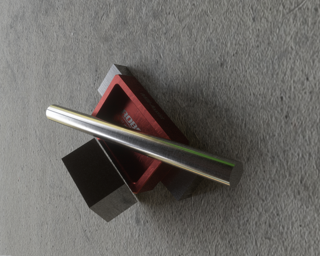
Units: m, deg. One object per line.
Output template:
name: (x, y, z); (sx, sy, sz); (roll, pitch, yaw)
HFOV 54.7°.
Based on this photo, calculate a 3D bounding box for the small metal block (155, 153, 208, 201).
small metal block: (0.026, 0.053, 0.383); (0.050, 0.025, 0.050); (46, 117, 30)

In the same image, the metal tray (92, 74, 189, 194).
metal tray: (-0.033, 0.005, 0.395); (0.130, 0.030, 0.090); (51, 120, 27)

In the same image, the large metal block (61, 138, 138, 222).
large metal block: (-0.080, 0.073, 0.423); (0.050, 0.080, 0.080); (-34, 62, -10)

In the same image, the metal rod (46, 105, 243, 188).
metal rod: (-0.045, 0.009, 0.370); (0.300, 0.025, 0.025); (16, 100, 38)

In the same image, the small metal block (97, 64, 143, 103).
small metal block: (-0.058, -0.057, 0.452); (0.050, 0.025, 0.050); (52, 120, 27)
